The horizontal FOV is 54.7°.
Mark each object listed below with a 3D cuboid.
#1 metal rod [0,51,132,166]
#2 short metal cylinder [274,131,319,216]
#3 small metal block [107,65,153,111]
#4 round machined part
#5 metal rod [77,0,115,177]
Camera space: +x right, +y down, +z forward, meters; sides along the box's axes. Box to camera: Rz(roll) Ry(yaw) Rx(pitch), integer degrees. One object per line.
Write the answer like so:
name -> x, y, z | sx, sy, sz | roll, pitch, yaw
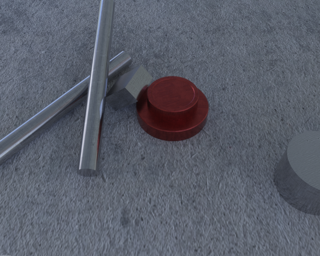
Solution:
metal rod -> -0.145, -0.020, 0.417 | 0.025, 0.025, 0.301 | 30, 56, 22
short metal cylinder -> 0.176, 0.050, 0.347 | 0.081, 0.050, 0.080 | 0, 50, 0
small metal block -> -0.044, -0.055, 0.431 | 0.050, 0.025, 0.050 | -18, 34, 44
round machined part -> 0.017, -0.033, 0.420 | 0.099, 0.042, 0.098 | 0, 50, 0
metal rod -> -0.085, -0.076, 0.436 | 0.025, 0.025, 0.299 | 0, 59, -1
